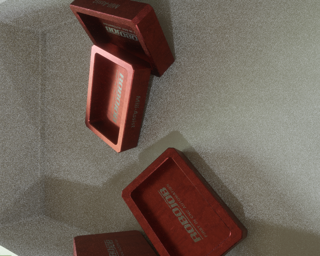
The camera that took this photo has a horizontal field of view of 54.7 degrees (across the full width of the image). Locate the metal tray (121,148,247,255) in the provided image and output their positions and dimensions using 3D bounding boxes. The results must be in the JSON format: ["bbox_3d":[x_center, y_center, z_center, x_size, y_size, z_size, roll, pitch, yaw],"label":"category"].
[{"bbox_3d":[0.024,0.099,0.362,0.090,0.030,0.130,-44,62,8],"label":"metal tray"}]

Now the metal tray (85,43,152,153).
[{"bbox_3d":[-0.063,-0.042,0.432,0.090,0.030,0.129,34,125,34],"label":"metal tray"}]

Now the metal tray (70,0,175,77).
[{"bbox_3d":[-0.050,-0.123,0.403,0.130,0.090,0.030,28,70,36],"label":"metal tray"}]

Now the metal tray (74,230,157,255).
[{"bbox_3d":[-0.054,0.162,0.370,0.130,0.091,0.030,-175,86,-72],"label":"metal tray"}]
